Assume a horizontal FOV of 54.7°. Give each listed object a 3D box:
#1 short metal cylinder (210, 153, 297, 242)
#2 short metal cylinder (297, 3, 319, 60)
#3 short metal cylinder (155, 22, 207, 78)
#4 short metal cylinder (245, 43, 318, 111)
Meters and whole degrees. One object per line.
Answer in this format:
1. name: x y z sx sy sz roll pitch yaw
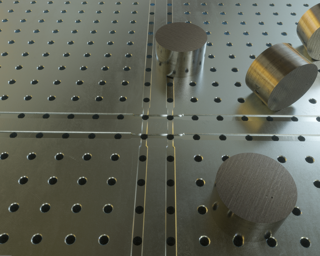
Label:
1. short metal cylinder: 0.097 0.073 0.330 0.081 0.050 0.080 0 50 0
2. short metal cylinder: 0.274 -0.158 0.507 0.081 0.080 0.050 -2 50 -2
3. short metal cylinder: 0.033 -0.126 0.497 0.081 0.050 0.080 0 50 0
4. short metal cylinder: 0.168 -0.071 0.432 0.081 0.080 0.050 -20 53 -16
